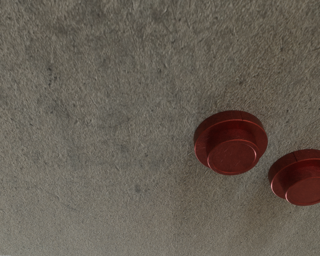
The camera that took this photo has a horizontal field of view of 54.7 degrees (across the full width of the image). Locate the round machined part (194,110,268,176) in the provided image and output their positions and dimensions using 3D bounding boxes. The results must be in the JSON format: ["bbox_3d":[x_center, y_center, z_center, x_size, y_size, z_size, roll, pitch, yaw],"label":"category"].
[{"bbox_3d":[0.096,0.027,0.420,0.099,0.042,0.097,0,130,0],"label":"round machined part"}]

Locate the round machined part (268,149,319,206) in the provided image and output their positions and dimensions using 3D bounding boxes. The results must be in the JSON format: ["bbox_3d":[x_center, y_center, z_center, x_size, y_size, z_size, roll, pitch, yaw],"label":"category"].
[{"bbox_3d":[0.218,0.081,0.466,0.099,0.042,0.097,0,130,0],"label":"round machined part"}]
